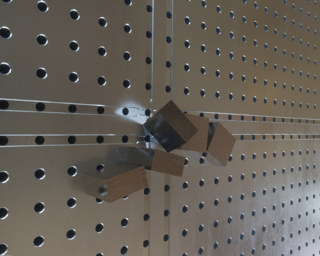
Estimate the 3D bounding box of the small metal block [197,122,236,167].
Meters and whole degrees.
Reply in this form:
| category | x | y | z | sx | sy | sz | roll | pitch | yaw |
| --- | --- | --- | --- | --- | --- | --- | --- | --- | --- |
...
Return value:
| category | x | y | z | sx | sy | sz | roll | pitch | yaw |
| --- | --- | --- | --- | --- | --- | --- | --- | --- | --- |
| small metal block | 0.087 | 0.025 | 0.481 | 0.050 | 0.025 | 0.050 | 40 | 66 | -33 |

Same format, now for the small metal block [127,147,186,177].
| category | x | y | z | sx | sy | sz | roll | pitch | yaw |
| --- | --- | --- | --- | --- | --- | --- | --- | --- | --- |
| small metal block | -0.005 | 0.042 | 0.388 | 0.050 | 0.050 | 0.025 | 19 | 78 | -38 |

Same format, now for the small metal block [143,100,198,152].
| category | x | y | z | sx | sy | sz | roll | pitch | yaw |
| --- | --- | --- | --- | --- | --- | --- | --- | --- | --- |
| small metal block | 0.012 | -0.001 | 0.392 | 0.050 | 0.050 | 0.025 | 48 | 59 | -3 |

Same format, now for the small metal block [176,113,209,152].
| category | x | y | z | sx | sy | sz | roll | pitch | yaw |
| --- | --- | --- | --- | --- | --- | --- | --- | --- | --- |
| small metal block | 0.042 | 0.007 | 0.443 | 0.050 | 0.025 | 0.050 | 9 | 84 | -40 |

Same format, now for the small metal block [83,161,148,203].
| category | x | y | z | sx | sy | sz | roll | pitch | yaw |
| --- | --- | --- | --- | --- | --- | --- | --- | --- | --- |
| small metal block | -0.050 | 0.059 | 0.350 | 0.050 | 0.050 | 0.025 | -17 | 101 | -39 |
